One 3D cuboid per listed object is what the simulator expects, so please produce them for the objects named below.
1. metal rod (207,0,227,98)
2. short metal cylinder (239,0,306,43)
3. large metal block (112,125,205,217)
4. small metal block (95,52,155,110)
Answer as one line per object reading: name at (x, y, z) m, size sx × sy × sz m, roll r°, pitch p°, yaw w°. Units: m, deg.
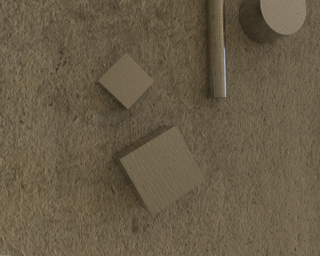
metal rod at (0.079, -0.192, 0.437) m, size 0.025 × 0.025 × 0.298 m, roll -2°, pitch 91°, yaw -20°
short metal cylinder at (0.165, -0.171, 0.456) m, size 0.081 × 0.050 × 0.079 m, roll 0°, pitch 90°, yaw -20°
large metal block at (-0.003, 0.050, 0.395) m, size 0.080 × 0.050 × 0.080 m, roll -31°, pitch 100°, yaw -17°
small metal block at (-0.045, -0.058, 0.392) m, size 0.050 × 0.025 × 0.050 m, roll 45°, pitch 76°, yaw -15°
